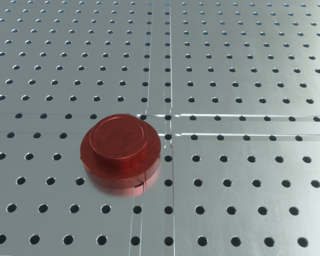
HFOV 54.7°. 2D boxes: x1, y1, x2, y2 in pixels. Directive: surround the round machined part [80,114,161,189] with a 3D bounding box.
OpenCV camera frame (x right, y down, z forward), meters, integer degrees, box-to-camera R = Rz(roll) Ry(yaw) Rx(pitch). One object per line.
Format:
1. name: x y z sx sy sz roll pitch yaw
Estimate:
1. round machined part: -0.048 0.021 0.378 0.099 0.042 0.098 0 50 0
